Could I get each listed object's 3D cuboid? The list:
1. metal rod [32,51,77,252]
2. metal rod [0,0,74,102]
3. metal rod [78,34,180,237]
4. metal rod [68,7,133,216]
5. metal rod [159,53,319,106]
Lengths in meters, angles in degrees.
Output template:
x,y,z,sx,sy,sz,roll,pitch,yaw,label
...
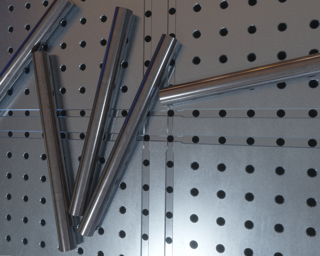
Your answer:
x,y,z,sx,sy,sz,roll,pitch,yaw,label
-0.160,0.032,0.469,0.025,0.025,0.299,-11,86,20,metal rod
-0.239,-0.088,0.497,0.299,0.025,0.025,-46,76,14,metal rod
-0.047,0.016,0.429,0.025,0.025,0.299,27,99,18,metal rod
-0.086,-0.020,0.443,0.025,0.025,0.298,16,95,19,metal rod
0.143,-0.066,0.362,0.300,0.025,0.025,-10,87,19,metal rod
